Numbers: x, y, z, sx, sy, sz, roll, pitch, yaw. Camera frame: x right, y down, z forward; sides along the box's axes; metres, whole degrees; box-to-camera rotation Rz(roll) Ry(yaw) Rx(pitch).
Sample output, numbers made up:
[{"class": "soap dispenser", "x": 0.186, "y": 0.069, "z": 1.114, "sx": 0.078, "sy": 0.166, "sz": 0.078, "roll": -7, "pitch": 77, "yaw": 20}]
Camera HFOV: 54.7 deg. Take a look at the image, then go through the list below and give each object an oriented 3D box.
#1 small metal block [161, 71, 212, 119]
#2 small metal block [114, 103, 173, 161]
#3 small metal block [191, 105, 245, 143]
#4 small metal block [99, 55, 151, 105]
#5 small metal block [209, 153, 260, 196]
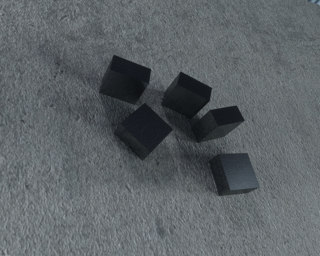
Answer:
[{"class": "small metal block", "x": 0.037, "y": -0.045, "z": 0.434, "sx": 0.050, "sy": 0.050, "sz": 0.025, "roll": 26, "pitch": 53, "yaw": -13}, {"class": "small metal block", "x": -0.020, "y": 0.004, "z": 0.390, "sx": 0.050, "sy": 0.025, "sz": 0.050, "roll": 44, "pitch": 51, "yaw": 2}, {"class": "small metal block", "x": 0.081, "y": -0.005, "z": 0.434, "sx": 0.050, "sy": 0.050, "sz": 0.025, "roll": -11, "pitch": 68, "yaw": -33}, {"class": "small metal block", "x": -0.046, "y": -0.061, "z": 0.400, "sx": 0.050, "sy": 0.050, "sz": 0.025, "roll": 18, "pitch": 55, "yaw": -18}, {"class": "small metal block", "x": 0.100, "y": 0.062, "z": 0.419, "sx": 0.050, "sy": 0.025, "sz": 0.050, "roll": 1, "pitch": 61, "yaw": -28}]
